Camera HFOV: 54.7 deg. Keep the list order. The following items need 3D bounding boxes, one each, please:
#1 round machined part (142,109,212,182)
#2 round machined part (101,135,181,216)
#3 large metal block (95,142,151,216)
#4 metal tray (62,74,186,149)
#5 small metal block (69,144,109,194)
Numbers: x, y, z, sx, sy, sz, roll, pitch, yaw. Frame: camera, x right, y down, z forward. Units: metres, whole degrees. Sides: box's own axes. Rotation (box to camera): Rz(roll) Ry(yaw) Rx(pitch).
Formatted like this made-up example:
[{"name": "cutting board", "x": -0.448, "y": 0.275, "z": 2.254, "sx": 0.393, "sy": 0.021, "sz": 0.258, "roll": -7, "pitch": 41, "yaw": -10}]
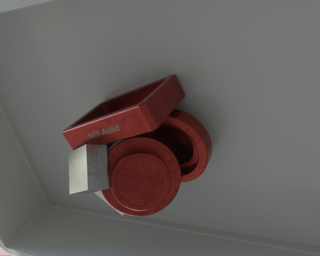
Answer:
[{"name": "round machined part", "x": 0.020, "y": 0.018, "z": 0.397, "sx": 0.098, "sy": 0.042, "sz": 0.097, "roll": 13, "pitch": 124, "yaw": 20}, {"name": "round machined part", "x": -0.023, "y": 0.059, "z": 0.368, "sx": 0.099, "sy": 0.042, "sz": 0.097, "roll": -1, "pitch": 96, "yaw": -6}, {"name": "large metal block", "x": -0.053, "y": 0.059, "z": 0.435, "sx": 0.080, "sy": 0.080, "sz": 0.050, "roll": 39, "pitch": 129, "yaw": 1}, {"name": "metal tray", "x": -0.044, "y": -0.017, "z": 0.375, "sx": 0.130, "sy": 0.090, "sz": 0.030, "roll": -16, "pitch": 111, "yaw": 34}, {"name": "small metal block", "x": -0.084, "y": 0.049, "z": 0.360, "sx": 0.050, "sy": 0.025, "sz": 0.050, "roll": -23, "pitch": 68, "yaw": 49}]
